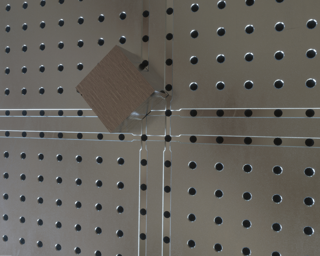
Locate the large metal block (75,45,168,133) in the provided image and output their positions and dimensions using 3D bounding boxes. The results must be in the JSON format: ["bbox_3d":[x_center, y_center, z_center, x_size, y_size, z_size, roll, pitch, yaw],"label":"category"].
[{"bbox_3d":[-0.051,-0.050,0.416,0.080,0.050,0.080,-42,77,15],"label":"large metal block"}]
